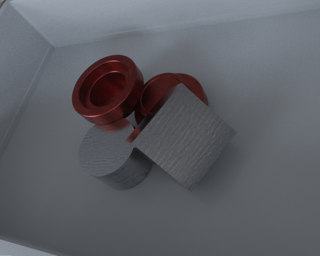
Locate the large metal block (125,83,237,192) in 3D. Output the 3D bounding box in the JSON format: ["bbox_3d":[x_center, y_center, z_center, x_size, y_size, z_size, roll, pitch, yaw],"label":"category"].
[{"bbox_3d":[0.021,0.010,0.342,0.080,0.080,0.050,-51,11,-9],"label":"large metal block"}]

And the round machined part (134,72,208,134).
[{"bbox_3d":[0.009,-0.033,0.405,0.098,0.042,0.098,-13,56,20],"label":"round machined part"}]

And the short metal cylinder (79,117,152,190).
[{"bbox_3d":[-0.055,0.032,0.395,0.080,0.050,0.080,-13,56,20],"label":"short metal cylinder"}]

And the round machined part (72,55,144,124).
[{"bbox_3d":[-0.065,-0.047,0.417,0.098,0.042,0.098,-13,56,20],"label":"round machined part"}]

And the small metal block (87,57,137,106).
[{"bbox_3d":[-0.071,-0.070,0.465,0.050,0.050,0.025,-39,51,2],"label":"small metal block"}]
